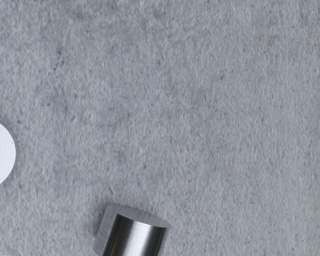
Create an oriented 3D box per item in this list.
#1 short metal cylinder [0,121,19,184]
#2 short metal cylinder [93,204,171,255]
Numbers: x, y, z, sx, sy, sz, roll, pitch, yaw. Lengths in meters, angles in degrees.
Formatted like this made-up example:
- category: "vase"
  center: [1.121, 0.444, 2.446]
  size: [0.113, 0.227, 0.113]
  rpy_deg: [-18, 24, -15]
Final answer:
- category: "short metal cylinder"
  center: [-0.193, 0.026, 0.324]
  size: [0.081, 0.050, 0.079]
  rpy_deg: [0, 90, -21]
- category: "short metal cylinder"
  center: [-0.033, 0.128, 0.369]
  size: [0.080, 0.080, 0.050]
  rpy_deg: [20, 83, -19]
